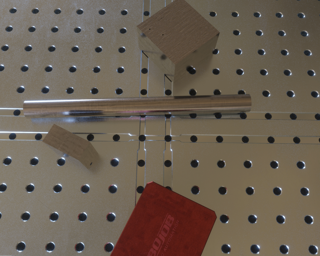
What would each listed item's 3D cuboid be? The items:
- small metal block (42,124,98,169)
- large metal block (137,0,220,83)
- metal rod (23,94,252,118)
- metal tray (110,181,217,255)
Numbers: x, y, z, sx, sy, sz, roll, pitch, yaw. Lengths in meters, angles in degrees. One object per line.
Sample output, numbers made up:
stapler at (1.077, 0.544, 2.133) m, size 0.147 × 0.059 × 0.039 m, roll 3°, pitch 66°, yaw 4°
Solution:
small metal block at (-0.111, 0.024, 0.388) m, size 0.050 × 0.050 × 0.025 m, roll 25°, pitch 72°, yaw 8°
large metal block at (0.025, -0.126, 0.445) m, size 0.080 × 0.050 × 0.080 m, roll -38°, pitch 75°, yaw -13°
metal rod at (-0.029, -0.030, 0.422) m, size 0.302 × 0.025 × 0.025 m, roll -2°, pitch 70°, yaw -1°
metal tray at (-0.001, 0.140, 0.358) m, size 0.090 × 0.030 × 0.130 m, roll 25°, pitch 72°, yaw 8°
